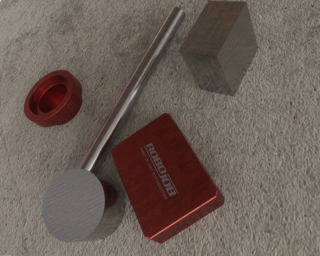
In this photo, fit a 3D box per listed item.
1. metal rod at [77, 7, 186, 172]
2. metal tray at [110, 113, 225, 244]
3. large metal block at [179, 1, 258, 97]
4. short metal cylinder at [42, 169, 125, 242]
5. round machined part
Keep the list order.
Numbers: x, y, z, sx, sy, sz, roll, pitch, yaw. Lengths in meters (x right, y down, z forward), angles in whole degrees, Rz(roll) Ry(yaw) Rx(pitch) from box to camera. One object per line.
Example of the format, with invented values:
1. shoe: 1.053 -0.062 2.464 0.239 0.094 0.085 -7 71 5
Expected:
1. metal rod: -0.037 -0.059 0.458 0.025 0.025 0.300 16 70 34
2. metal tray: 0.004 0.054 0.365 0.090 0.030 0.130 -34 52 5
3. large metal block: 0.077 -0.098 0.388 0.050 0.080 0.080 18 71 35
4. short metal cylinder: -0.089 0.092 0.366 0.080 0.050 0.080 -6 71 18
5. round machined part: -0.168 -0.043 0.505 0.098 0.042 0.098 -13 56 20
